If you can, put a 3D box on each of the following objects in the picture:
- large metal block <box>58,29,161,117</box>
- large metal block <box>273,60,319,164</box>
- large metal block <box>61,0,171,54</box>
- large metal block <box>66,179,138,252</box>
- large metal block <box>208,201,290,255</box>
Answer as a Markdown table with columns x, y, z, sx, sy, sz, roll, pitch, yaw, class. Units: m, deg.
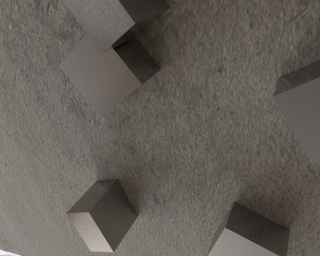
| x | y | z | sx | sy | sz | roll | pitch | yaw | class |
| --- | --- | --- | --- | --- | --- | --- | --- | --- | --- |
| -0.061 | -0.073 | 0.376 | 0.080 | 0.050 | 0.080 | -33 | 101 | 38 | large metal block |
| 0.166 | -0.022 | 0.290 | 0.080 | 0.050 | 0.080 | -25 | 105 | 36 | large metal block |
| -0.046 | -0.133 | 0.312 | 0.050 | 0.080 | 0.080 | -29 | 102 | 37 | large metal block |
| -0.091 | 0.141 | 0.504 | 0.050 | 0.080 | 0.080 | -13 | 112 | 33 | large metal block |
| 0.119 | 0.162 | 0.427 | 0.080 | 0.050 | 0.079 | 25 | 127 | 12 | large metal block |
